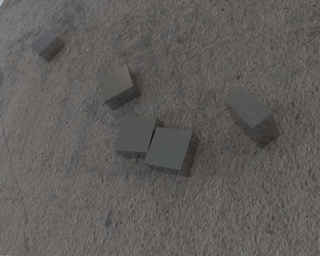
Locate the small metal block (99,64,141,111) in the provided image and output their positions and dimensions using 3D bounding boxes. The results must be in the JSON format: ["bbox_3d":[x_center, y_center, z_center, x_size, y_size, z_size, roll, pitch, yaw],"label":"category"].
[{"bbox_3d":[-0.062,-0.062,0.475,0.050,0.025,0.050,-27,52,11],"label":"small metal block"}]

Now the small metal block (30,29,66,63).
[{"bbox_3d":[-0.227,-0.166,0.625,0.050,0.025,0.050,-48,51,-6],"label":"small metal block"}]

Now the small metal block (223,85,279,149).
[{"bbox_3d":[0.101,-0.011,0.342,0.025,0.050,0.050,-38,51,3],"label":"small metal block"}]

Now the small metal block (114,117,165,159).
[{"bbox_3d":[-0.026,0.013,0.410,0.050,0.025,0.050,1,62,28],"label":"small metal block"}]

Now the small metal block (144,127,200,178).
[{"bbox_3d":[0.015,0.029,0.378,0.050,0.025,0.050,6,65,31],"label":"small metal block"}]
